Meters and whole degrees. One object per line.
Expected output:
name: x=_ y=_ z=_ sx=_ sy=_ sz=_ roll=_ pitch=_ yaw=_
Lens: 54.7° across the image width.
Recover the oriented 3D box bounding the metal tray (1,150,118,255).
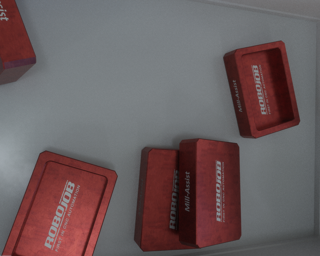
metal tray: x=-0.111 y=0.100 z=0.353 sx=0.091 sy=0.030 sz=0.130 roll=19 pitch=78 yaw=-11

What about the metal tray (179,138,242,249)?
metal tray: x=0.067 y=0.082 z=0.407 sx=0.091 sy=0.030 sz=0.129 roll=8 pitch=78 yaw=-41

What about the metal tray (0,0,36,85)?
metal tray: x=-0.172 y=-0.114 z=0.309 sx=0.030 sy=0.090 sz=0.129 roll=-23 pitch=99 yaw=-37

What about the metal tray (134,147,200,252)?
metal tray: x=0.018 y=0.093 z=0.414 sx=0.091 sy=0.030 sz=0.129 roll=5 pitch=88 yaw=-20

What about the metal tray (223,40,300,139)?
metal tray: x=0.153 y=-0.057 z=0.463 sx=0.091 sy=0.030 sz=0.129 roll=-15 pitch=95 yaw=-19
